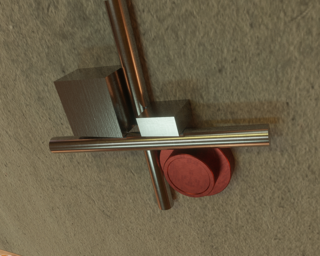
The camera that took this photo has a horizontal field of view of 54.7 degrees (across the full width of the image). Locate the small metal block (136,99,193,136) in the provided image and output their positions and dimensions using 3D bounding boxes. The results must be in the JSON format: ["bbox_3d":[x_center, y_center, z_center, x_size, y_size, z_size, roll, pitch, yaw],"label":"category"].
[{"bbox_3d":[0.007,-0.013,0.379,0.050,0.050,0.025,-1,118,28],"label":"small metal block"}]

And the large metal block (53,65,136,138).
[{"bbox_3d":[-0.080,-0.035,0.410,0.080,0.050,0.079,1,119,27],"label":"large metal block"}]

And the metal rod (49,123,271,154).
[{"bbox_3d":[-0.019,0.016,0.395,0.301,0.025,0.025,-4,117,25],"label":"metal rod"}]

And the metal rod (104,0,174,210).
[{"bbox_3d":[-0.021,-0.013,0.409,0.025,0.025,0.298,1,119,27],"label":"metal rod"}]

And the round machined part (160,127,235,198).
[{"bbox_3d":[0.044,0.051,0.404,0.098,0.042,0.097,13,124,20],"label":"round machined part"}]
